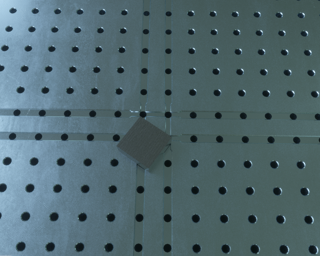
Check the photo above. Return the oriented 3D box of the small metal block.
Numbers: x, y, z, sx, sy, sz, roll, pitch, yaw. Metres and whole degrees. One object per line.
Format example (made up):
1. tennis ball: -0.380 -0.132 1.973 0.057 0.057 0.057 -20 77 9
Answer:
1. small metal block: -0.020 0.021 0.404 0.050 0.025 0.050 34 73 11
